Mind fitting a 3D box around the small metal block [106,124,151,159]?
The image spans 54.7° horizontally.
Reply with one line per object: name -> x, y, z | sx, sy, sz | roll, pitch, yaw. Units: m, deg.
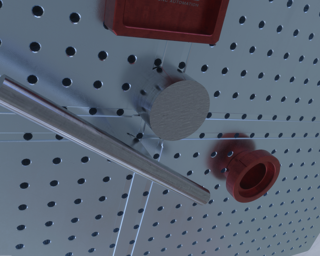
small metal block -> -0.043, 0.027, 0.390 | 0.050, 0.050, 0.025 | 31, 101, -38

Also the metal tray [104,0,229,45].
metal tray -> 0.012, -0.141, 0.328 | 0.131, 0.030, 0.089 | -3, 120, -27

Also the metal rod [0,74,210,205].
metal rod -> -0.036, 0.032, 0.347 | 0.301, 0.025, 0.025 | 34, 99, -39

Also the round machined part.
round machined part -> 0.154, 0.078, 0.536 | 0.099, 0.042, 0.097 | -14, 125, -21

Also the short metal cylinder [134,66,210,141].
short metal cylinder -> 0.014, -0.031, 0.385 | 0.081, 0.050, 0.079 | -14, 124, -21
